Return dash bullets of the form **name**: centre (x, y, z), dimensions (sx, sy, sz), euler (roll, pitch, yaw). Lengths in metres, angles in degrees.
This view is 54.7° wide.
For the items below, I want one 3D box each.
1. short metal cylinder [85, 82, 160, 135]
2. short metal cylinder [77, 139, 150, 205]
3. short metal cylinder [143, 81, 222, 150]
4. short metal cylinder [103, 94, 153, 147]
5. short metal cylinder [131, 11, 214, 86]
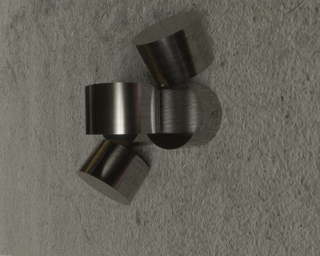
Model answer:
- **short metal cylinder**: centre (-0.040, -0.018, 0.337), dimensions (0.080, 0.081, 0.050), euler (-2, 89, 39)
- **short metal cylinder**: centre (-0.061, 0.059, 0.410), dimensions (0.080, 0.080, 0.050), euler (10, 57, 39)
- **short metal cylinder**: centre (0.026, -0.016, 0.367), dimensions (0.080, 0.050, 0.079), euler (0, 90, 39)
- **short metal cylinder**: centre (-0.037, -0.015, 0.417), dimensions (0.080, 0.050, 0.079), euler (0, 90, 39)
- **short metal cylinder**: centre (0.015, -0.090, 0.348), dimensions (0.080, 0.080, 0.050), euler (1, 129, 39)
